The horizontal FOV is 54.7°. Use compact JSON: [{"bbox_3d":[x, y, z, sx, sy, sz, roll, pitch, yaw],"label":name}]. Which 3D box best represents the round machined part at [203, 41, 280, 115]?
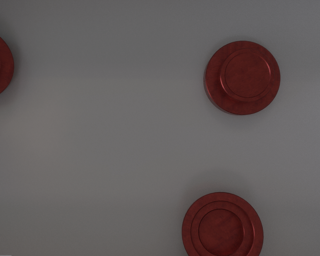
[{"bbox_3d":[0.108,-0.066,0.403,0.099,0.042,0.097,0,90,0],"label":"round machined part"}]

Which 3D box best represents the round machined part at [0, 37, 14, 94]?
[{"bbox_3d":[-0.234,-0.080,0.381,0.099,0.042,0.097,-2,95,-27],"label":"round machined part"}]

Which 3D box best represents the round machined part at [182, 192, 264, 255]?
[{"bbox_3d":[0.077,0.132,0.396,0.099,0.042,0.098,-1,76,3],"label":"round machined part"}]
